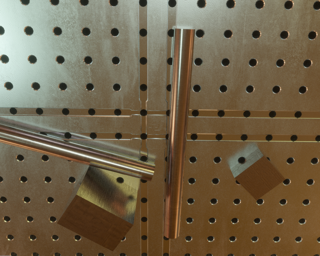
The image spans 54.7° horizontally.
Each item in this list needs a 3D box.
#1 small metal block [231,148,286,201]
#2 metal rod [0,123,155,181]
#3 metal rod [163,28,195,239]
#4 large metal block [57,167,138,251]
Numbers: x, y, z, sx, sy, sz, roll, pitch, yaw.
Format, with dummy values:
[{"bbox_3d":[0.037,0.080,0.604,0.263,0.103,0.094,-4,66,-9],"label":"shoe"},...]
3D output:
[{"bbox_3d":[0.138,0.066,0.439,0.050,0.025,0.050,-41,105,13],"label":"small metal block"},{"bbox_3d":[-0.155,0.023,0.420,0.302,0.025,0.025,16,109,-6],"label":"metal rod"},{"bbox_3d":[0.023,0.021,0.421,0.025,0.025,0.298,2,110,-1],"label":"metal rod"},{"bbox_3d":[-0.080,0.105,0.422,0.080,0.080,0.050,32,107,-11],"label":"large metal block"}]
